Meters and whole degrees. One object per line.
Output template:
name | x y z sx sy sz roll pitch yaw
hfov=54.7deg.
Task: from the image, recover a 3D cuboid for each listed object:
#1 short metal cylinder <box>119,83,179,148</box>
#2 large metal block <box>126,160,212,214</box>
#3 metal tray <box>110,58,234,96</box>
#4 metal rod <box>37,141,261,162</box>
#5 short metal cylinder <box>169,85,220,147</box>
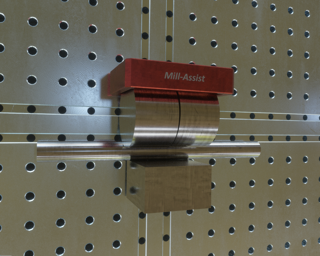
short metal cylinder | -0.016 -0.016 0.375 0.050 0.080 0.079 1 90 -20
large metal block | 0.008 0.067 0.382 0.081 0.080 0.050 1 90 -20
metal tray | 0.012 -0.056 0.378 0.131 0.090 0.030 1 90 -20
metal rod | 0.000 0.029 0.409 0.303 0.025 0.025 1 90 -20
short metal cylinder | 0.033 -0.016 0.393 0.050 0.080 0.079 2 90 -20
